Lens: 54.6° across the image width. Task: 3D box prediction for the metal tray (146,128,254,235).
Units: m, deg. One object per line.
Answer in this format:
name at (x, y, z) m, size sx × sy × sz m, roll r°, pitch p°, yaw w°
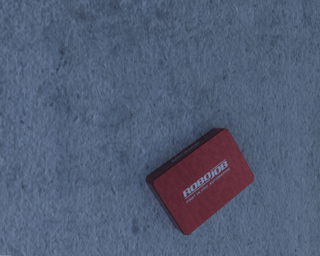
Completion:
metal tray at (0.057, 0.070, 0.427) m, size 0.131 × 0.030 × 0.090 m, roll -34°, pitch 101°, yaw -17°
